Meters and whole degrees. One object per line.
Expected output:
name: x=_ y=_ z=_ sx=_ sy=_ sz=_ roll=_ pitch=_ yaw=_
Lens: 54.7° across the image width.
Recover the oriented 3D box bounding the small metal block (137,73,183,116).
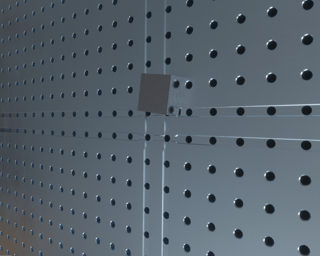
small metal block: x=0.000 y=-0.045 z=0.408 sx=0.050 sy=0.025 sz=0.050 roll=11 pitch=97 yaw=39
